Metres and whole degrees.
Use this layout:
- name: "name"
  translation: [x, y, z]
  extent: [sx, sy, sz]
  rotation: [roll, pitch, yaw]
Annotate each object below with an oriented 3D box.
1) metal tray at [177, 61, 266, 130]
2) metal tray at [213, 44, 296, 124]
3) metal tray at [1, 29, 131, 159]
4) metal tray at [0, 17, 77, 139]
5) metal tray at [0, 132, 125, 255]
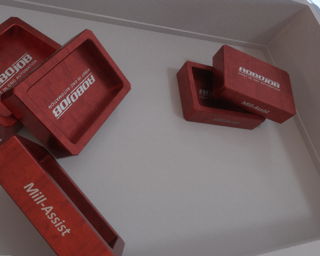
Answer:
- name: "metal tray"
  translation: [0.095, -0.049, 0.483]
  extent: [0.131, 0.030, 0.090]
  rotation: [7, 59, -25]
- name: "metal tray"
  translation: [0.146, -0.068, 0.483]
  extent: [0.131, 0.030, 0.090]
  rotation: [18, 55, -18]
- name: "metal tray"
  translation: [-0.096, -0.041, 0.349]
  extent: [0.090, 0.030, 0.130]
  rotation: [54, 45, -24]
- name: "metal tray"
  translation: [-0.167, -0.060, 0.348]
  extent: [0.090, 0.030, 0.130]
  rotation: [33, 51, -7]
- name: "metal tray"
  translation: [-0.086, 0.068, 0.272]
  extent: [0.030, 0.090, 0.130]
  rotation: [-41, 84, -11]
